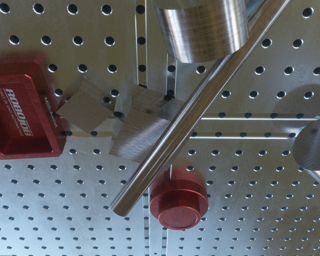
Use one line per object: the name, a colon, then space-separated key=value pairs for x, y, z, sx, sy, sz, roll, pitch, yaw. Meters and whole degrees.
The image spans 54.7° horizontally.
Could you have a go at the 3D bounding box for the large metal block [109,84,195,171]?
large metal block: x=-0.012 y=0.001 z=0.396 sx=0.081 sy=0.050 sz=0.079 roll=18 pitch=128 yaw=-15

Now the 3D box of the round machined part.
round machined part: x=0.032 y=0.133 z=0.514 sx=0.099 sy=0.042 sz=0.097 roll=0 pitch=130 yaw=0

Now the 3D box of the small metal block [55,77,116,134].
small metal block: x=-0.092 y=-0.027 z=0.388 sx=0.050 sy=0.025 sz=0.050 roll=-37 pitch=121 yaw=27

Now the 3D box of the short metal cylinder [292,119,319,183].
short metal cylinder: x=0.225 y=0.032 z=0.405 sx=0.050 sy=0.080 sz=0.080 roll=37 pitch=121 yaw=-27

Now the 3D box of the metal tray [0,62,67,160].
metal tray: x=-0.182 y=-0.017 z=0.392 sx=0.091 sy=0.030 sz=0.129 roll=-4 pitch=130 yaw=3

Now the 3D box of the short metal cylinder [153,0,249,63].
short metal cylinder: x=0.039 y=-0.103 z=0.288 sx=0.080 sy=0.080 sz=0.050 roll=-12 pitch=129 yaw=9

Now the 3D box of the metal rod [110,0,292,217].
metal rod: x=0.035 y=-0.017 z=0.341 sx=0.025 sy=0.025 sz=0.299 roll=29 pitch=107 yaw=-23
